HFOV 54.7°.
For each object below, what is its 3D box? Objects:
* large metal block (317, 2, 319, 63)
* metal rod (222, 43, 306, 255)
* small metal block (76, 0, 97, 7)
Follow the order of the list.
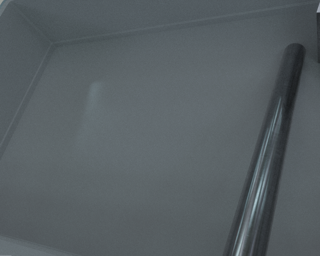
[{"bbox_3d":[0.209,-0.126,0.338,0.050,0.080,0.080,12,68,33],"label":"large metal block"},{"bbox_3d":[0.104,0.001,0.277,0.025,0.025,0.301,3,40,29],"label":"metal rod"},{"bbox_3d":[-0.153,-0.292,0.665,0.050,0.025,0.050,28,77,37],"label":"small metal block"}]
